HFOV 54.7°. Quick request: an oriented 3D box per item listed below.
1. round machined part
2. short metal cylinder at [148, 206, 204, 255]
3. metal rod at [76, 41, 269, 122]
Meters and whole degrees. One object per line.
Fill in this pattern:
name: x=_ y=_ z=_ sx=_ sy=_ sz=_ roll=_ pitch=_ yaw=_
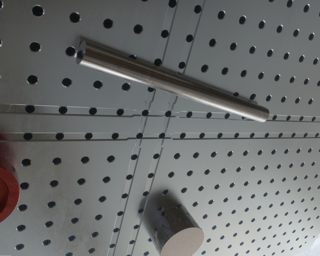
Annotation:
round machined part: x=-0.204 y=0.062 z=0.328 sx=0.099 sy=0.042 sz=0.097 roll=-14 pitch=125 yaw=-21
short metal cylinder: x=0.027 y=0.180 z=0.524 sx=0.081 sy=0.050 sz=0.079 roll=-14 pitch=125 yaw=-21
metal rod: x=0.040 y=-0.049 z=0.404 sx=0.302 sy=0.025 sz=0.025 roll=13 pitch=112 yaw=-34
